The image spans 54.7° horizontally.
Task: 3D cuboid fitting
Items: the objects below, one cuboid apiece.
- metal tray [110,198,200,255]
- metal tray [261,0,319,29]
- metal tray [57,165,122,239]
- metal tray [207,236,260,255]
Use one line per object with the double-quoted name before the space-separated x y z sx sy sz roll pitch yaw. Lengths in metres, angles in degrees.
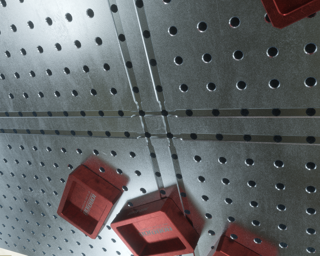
"metal tray" -0.011 0.173 0.519 0.130 0.030 0.090 -27 104 37
"metal tray" 0.112 -0.160 0.249 0.090 0.030 0.130 -21 108 35
"metal tray" -0.131 0.136 0.558 0.090 0.030 0.129 33 129 6
"metal tray" 0.113 0.239 0.495 0.090 0.030 0.129 27 128 11
